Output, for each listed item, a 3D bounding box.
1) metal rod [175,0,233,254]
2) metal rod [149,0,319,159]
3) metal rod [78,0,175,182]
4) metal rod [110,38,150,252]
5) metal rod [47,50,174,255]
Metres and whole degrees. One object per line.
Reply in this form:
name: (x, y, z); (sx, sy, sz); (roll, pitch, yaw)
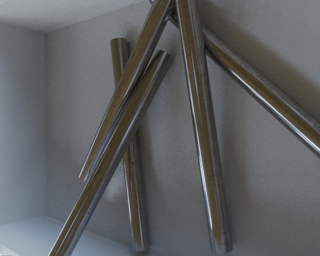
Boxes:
metal rod: (0.048, -0.011, 0.346); (0.025, 0.025, 0.298); (-7, 92, 40)
metal rod: (0.081, -0.070, 0.340); (0.300, 0.025, 0.025); (51, 120, 28)
metal rod: (-0.046, -0.050, 0.410); (0.025, 0.025, 0.298); (41, 115, 32)
metal rod: (-0.044, 0.019, 0.442); (0.025, 0.025, 0.298); (-11, 83, 39)
metal rod: (-0.061, 0.037, 0.388); (0.025, 0.025, 0.299); (23, 83, 38)
